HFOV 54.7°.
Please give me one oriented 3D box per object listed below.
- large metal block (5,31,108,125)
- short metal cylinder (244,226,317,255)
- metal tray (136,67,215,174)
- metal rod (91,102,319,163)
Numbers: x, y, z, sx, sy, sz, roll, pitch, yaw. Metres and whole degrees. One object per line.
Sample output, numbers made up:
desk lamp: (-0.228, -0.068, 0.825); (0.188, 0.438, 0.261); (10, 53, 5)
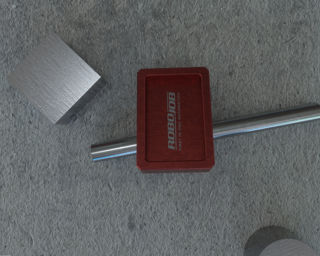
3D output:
large metal block: (-0.128, -0.060, 0.396); (0.080, 0.050, 0.080); (44, 90, -1)
short metal cylinder: (0.155, 0.174, 0.400); (0.081, 0.050, 0.079); (0, 90, -1)
metal tray: (0.018, -0.010, 0.387); (0.091, 0.030, 0.129); (-1, 73, 2)
metal rod: (0.061, 0.006, 0.410); (0.302, 0.025, 0.025); (-11, 90, -1)
